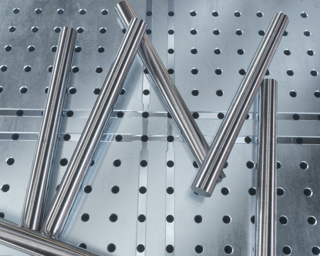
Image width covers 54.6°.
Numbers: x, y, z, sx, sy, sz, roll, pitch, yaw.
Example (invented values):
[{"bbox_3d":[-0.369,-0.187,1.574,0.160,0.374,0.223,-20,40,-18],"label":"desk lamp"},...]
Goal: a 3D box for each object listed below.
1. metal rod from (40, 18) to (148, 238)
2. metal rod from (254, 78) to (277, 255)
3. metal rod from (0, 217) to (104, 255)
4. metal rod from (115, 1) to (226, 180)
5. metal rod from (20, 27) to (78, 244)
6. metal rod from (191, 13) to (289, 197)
[{"bbox_3d":[-0.079,-0.011,0.401,0.025,0.025,0.299,19,76,7],"label":"metal rod"},{"bbox_3d":[0.132,0.076,0.384,0.025,0.025,0.299,7,70,3],"label":"metal rod"},{"bbox_3d":[-0.106,0.138,0.340,0.301,0.025,0.025,21,71,-1],"label":"metal rod"},{"bbox_3d":[0.007,-0.060,0.433,0.025,0.025,0.299,-24,72,-9],"label":"metal rod"},{"bbox_3d":[-0.145,-0.003,0.412,0.025,0.025,0.299,4,70,1],"label":"metal rod"},{"bbox_3d":[0.115,-0.046,0.413,0.025,0.025,0.300,26,66,9],"label":"metal rod"}]
